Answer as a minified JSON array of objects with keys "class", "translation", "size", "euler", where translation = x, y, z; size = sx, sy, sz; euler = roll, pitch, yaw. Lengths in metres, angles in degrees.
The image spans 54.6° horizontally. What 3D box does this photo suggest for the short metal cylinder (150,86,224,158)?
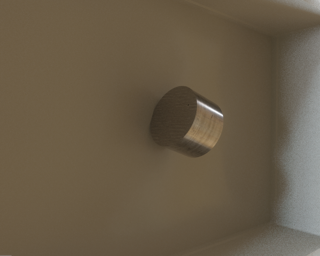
[{"class":"short metal cylinder","translation":[0.033,-0.007,0.398],"size":[0.050,0.080,0.080],"euler":[25,75,-37]}]
